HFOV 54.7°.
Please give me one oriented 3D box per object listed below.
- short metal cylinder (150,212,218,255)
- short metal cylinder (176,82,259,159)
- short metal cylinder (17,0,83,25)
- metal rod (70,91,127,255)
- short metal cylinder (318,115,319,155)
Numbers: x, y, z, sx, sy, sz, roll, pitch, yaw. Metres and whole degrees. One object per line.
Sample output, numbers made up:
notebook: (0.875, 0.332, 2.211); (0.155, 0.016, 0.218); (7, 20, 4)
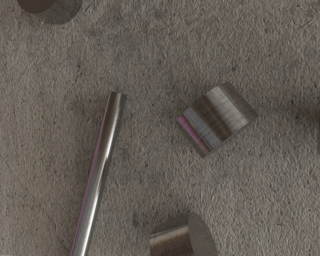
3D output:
short metal cylinder: (0.031, 0.148, 0.369); (0.050, 0.080, 0.080); (-26, 81, 18)
short metal cylinder: (0.065, -0.008, 0.357); (0.080, 0.080, 0.050); (-41, 77, 15)
short metal cylinder: (-0.161, -0.199, 0.452); (0.080, 0.050, 0.079); (0, 90, 20)
metal rod: (-0.095, 0.095, 0.442); (0.025, 0.025, 0.298); (16, 95, 19)
short metal cylinder: (0.194, -0.008, 0.311); (0.050, 0.080, 0.079); (8, 93, 20)
